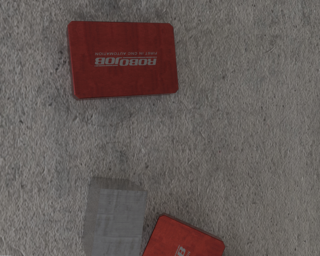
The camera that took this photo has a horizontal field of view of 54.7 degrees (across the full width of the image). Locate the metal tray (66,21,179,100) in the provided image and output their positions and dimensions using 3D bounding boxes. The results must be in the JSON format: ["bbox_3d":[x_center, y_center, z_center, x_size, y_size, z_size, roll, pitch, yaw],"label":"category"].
[{"bbox_3d":[-0.045,-0.084,0.389,0.131,0.030,0.089,-6,92,-20],"label":"metal tray"}]

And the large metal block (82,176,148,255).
[{"bbox_3d":[-0.056,0.104,0.359,0.050,0.080,0.080,8,87,-20],"label":"large metal block"}]

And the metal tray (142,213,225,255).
[{"bbox_3d":[0.016,0.187,0.394,0.090,0.030,0.130,23,81,6],"label":"metal tray"}]
